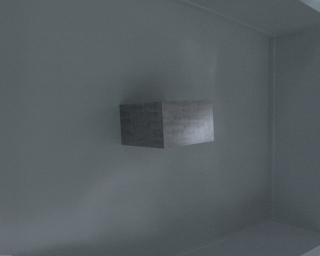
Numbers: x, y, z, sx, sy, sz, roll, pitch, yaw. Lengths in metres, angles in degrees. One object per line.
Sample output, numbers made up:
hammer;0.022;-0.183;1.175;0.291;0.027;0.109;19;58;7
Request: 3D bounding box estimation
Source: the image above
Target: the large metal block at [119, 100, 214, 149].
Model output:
large metal block;0.008;-0.006;0.379;0.081;0.080;0.050;-6;94;-40
